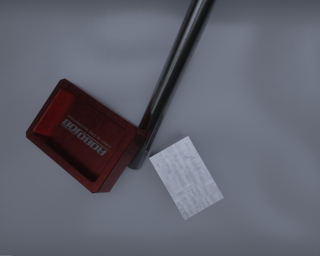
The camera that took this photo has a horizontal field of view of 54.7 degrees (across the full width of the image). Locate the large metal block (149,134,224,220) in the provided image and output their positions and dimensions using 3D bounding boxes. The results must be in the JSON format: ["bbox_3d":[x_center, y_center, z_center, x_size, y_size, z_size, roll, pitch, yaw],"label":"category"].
[{"bbox_3d":[0.029,0.055,0.384,0.050,0.080,0.080,-30,90,0],"label":"large metal block"}]

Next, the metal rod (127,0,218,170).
[{"bbox_3d":[0.020,-0.074,0.349,0.025,0.025,0.298,24,116,-1],"label":"metal rod"}]

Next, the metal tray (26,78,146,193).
[{"bbox_3d":[-0.094,0.008,0.383,0.130,0.030,0.090,34,91,21],"label":"metal tray"}]
